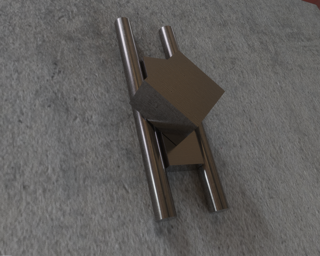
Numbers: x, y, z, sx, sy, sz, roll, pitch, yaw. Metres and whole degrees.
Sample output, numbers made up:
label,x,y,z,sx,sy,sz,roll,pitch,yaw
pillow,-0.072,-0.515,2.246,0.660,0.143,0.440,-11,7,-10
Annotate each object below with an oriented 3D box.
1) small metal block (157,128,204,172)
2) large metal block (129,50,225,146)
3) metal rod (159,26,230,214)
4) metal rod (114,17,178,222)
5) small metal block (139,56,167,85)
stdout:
label,x,y,z,sx,sy,sz,roll,pitch,yaw
small metal block,0.023,0.029,0.401,0.050,0.025,0.050,1,61,-28
large metal block,0.023,-0.039,0.392,0.080,0.050,0.080,42,51,0
metal rod,0.042,-0.028,0.448,0.025,0.025,0.299,1,61,-28
metal rod,-0.025,-0.029,0.411,0.025,0.025,0.299,1,61,-28
small metal block,-0.002,-0.074,0.449,0.050,0.025,0.050,1,61,-28
